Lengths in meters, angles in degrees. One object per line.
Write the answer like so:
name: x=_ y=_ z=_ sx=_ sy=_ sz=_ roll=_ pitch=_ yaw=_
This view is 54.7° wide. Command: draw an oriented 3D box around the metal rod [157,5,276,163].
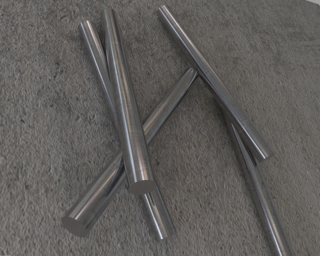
metal rod: x=0.075 y=-0.079 z=0.472 sx=0.025 sy=0.025 sz=0.299 roll=-14 pitch=63 yaw=-34

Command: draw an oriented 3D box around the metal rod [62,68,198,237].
metal rod: x=-0.012 y=0.000 z=0.368 sx=0.025 sy=0.025 sz=0.301 roll=39 pitch=42 yaw=-2

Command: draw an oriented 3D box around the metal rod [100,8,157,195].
metal rod: x=-0.046 y=-0.058 z=0.370 sx=0.025 sy=0.025 sz=0.300 roll=7 pitch=45 yaw=-25

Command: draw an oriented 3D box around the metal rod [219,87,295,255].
metal rod: x=0.133 y=0.073 z=0.430 sx=0.025 sy=0.025 sz=0.299 roll=0 pitch=62 yaw=-28

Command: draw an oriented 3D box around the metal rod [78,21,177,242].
metal rod: x=-0.048 y=-0.012 z=0.384 sx=0.025 sy=0.025 sz=0.299 roll=-10 pitch=67 yaw=-32
